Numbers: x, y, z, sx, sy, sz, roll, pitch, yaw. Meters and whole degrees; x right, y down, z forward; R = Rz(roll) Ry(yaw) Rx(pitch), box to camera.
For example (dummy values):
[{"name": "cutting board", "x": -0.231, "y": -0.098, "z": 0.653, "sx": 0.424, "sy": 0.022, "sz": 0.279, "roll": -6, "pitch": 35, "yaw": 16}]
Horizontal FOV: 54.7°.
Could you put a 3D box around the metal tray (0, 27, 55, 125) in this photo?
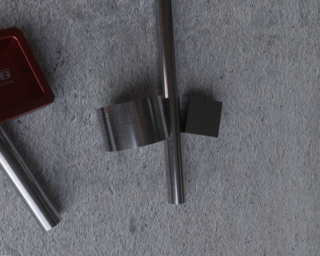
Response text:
[{"name": "metal tray", "x": -0.187, "y": -0.043, "z": 0.312, "sx": 0.131, "sy": 0.030, "sz": 0.090, "roll": -30, "pitch": 99, "yaw": -38}]

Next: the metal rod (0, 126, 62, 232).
[{"name": "metal rod", "x": -0.197, "y": -0.016, "z": 0.336, "sx": 0.025, "sy": 0.025, "sz": 0.299, "roll": -32, "pitch": 101, "yaw": -17}]

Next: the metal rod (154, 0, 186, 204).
[{"name": "metal rod", "x": 0.013, "y": -0.049, "z": 0.414, "sx": 0.025, "sy": 0.025, "sz": 0.298, "roll": -5, "pitch": 92, "yaw": -20}]

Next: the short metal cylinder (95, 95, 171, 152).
[{"name": "short metal cylinder", "x": -0.031, "y": -0.006, "z": 0.369, "sx": 0.081, "sy": 0.080, "sz": 0.050, "roll": -14, "pitch": 95, "yaw": -20}]

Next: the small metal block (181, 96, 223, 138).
[{"name": "small metal block", "x": 0.056, "y": -0.015, "z": 0.431, "sx": 0.050, "sy": 0.025, "sz": 0.050, "roll": 9, "pitch": 87, "yaw": -20}]
